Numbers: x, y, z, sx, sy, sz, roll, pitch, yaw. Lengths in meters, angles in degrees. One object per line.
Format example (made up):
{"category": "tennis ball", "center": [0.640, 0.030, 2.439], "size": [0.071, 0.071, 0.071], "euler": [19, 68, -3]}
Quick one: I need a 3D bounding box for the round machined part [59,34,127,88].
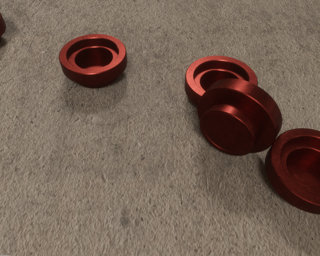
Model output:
{"category": "round machined part", "center": [-0.099, -0.098, 0.474], "size": [0.099, 0.042, 0.098], "euler": [0, 50, 0]}

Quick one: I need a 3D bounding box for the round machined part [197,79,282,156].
{"category": "round machined part", "center": [0.086, -0.006, 0.362], "size": [0.098, 0.097, 0.042], "euler": [27, 55, 20]}

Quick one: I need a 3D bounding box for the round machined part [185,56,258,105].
{"category": "round machined part", "center": [0.084, -0.056, 0.441], "size": [0.099, 0.042, 0.098], "euler": [0, 50, 0]}

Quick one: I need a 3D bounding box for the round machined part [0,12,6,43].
{"category": "round machined part", "center": [-0.312, -0.162, 0.524], "size": [0.099, 0.042, 0.098], "euler": [0, 50, 0]}

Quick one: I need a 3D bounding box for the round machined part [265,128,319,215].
{"category": "round machined part", "center": [0.167, 0.051, 0.349], "size": [0.099, 0.042, 0.098], "euler": [2, 52, -3]}
